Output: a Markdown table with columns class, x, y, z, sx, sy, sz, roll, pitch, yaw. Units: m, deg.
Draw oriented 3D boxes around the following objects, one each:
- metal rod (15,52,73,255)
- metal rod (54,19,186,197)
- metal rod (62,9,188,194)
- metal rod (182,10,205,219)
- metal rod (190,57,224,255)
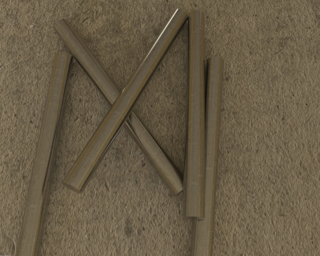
| class | x | y | z | sx | sy | sz | roll | pitch | yaw |
| --- | --- | --- | --- | --- | --- | --- | --- | --- | --- |
| metal rod | -0.145 | 0.038 | 0.392 | 0.025 | 0.025 | 0.299 | 3 | 70 | 1 |
| metal rod | -0.060 | -0.038 | 0.421 | 0.025 | 0.025 | 0.299 | -34 | 74 | -12 |
| metal rod | -0.032 | -0.053 | 0.403 | 0.025 | 0.025 | 0.300 | 24 | 63 | 8 |
| metal rod | 0.046 | -0.035 | 0.408 | 0.025 | 0.025 | 0.299 | 3 | 65 | 1 |
| metal rod | 0.061 | 0.044 | 0.392 | 0.025 | 0.025 | 0.299 | 7 | 70 | 2 |
